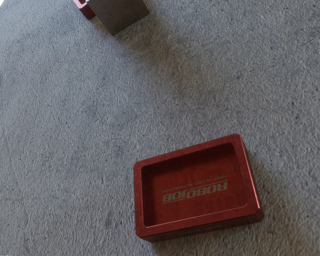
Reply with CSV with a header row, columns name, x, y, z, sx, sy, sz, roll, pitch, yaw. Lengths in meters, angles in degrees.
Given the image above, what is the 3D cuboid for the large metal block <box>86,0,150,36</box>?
name,x,y,z,sx,sy,sz,roll,pitch,yaw
large metal block,-0.076,-0.225,0.547,0.080,0.080,0.050,-28,52,10

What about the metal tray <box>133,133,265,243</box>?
name,x,y,z,sx,sy,sz,roll,pitch,yaw
metal tray,0.036,0.067,0.340,0.130,0.030,0.090,-18,55,18

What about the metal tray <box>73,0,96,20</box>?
name,x,y,z,sx,sy,sz,roll,pitch,yaw
metal tray,-0.119,-0.291,0.641,0.130,0.030,0.090,-37,51,3
